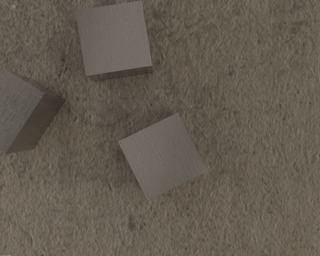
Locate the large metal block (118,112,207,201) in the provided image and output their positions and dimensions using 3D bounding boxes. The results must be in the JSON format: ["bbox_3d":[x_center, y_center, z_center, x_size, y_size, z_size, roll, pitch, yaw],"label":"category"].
[{"bbox_3d":[0.003,0.034,0.398,0.080,0.050,0.080,-26,90,-1],"label":"large metal block"}]

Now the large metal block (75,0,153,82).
[{"bbox_3d":[-0.055,-0.108,0.397,0.081,0.050,0.080,-9,90,-1],"label":"large metal block"}]

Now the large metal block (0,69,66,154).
[{"bbox_3d":[-0.170,-0.018,0.380,0.050,0.080,0.080,33,90,-1],"label":"large metal block"}]
